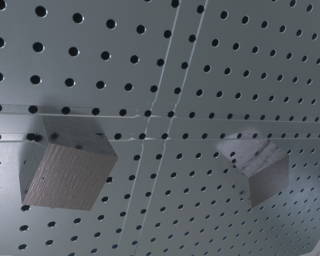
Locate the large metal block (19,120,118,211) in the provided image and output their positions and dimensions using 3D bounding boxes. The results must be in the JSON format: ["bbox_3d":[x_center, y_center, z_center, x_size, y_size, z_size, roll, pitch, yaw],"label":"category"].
[{"bbox_3d":[-0.108,0.046,0.364,0.080,0.050,0.080,17,109,-35],"label":"large metal block"}]

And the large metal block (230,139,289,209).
[{"bbox_3d":[0.173,0.079,0.538,0.080,0.050,0.080,-27,128,-12],"label":"large metal block"}]
